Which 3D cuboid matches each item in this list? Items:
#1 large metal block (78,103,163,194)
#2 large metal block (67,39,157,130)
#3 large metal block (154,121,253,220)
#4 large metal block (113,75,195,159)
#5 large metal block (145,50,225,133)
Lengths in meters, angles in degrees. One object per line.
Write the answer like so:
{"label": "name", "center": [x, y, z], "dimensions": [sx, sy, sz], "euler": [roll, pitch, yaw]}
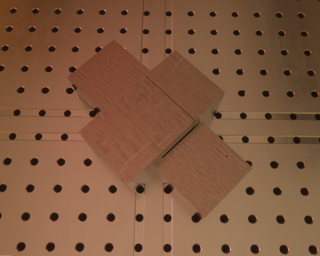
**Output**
{"label": "large metal block", "center": [-0.043, 0.028, 0.372], "dimensions": [0.050, 0.080, 0.080], "euler": [-43, 76, -14]}
{"label": "large metal block", "center": [-0.061, -0.057, 0.416], "dimensions": [0.080, 0.050, 0.080], "euler": [43, 76, 13]}
{"label": "large metal block", "center": [0.050, 0.053, 0.380], "dimensions": [0.080, 0.050, 0.080], "euler": [-42, 76, -13]}
{"label": "large metal block", "center": [-0.008, -0.005, 0.385], "dimensions": [0.050, 0.080, 0.080], "euler": [-43, 76, -14]}
{"label": "large metal block", "center": [0.029, -0.038, 0.397], "dimensions": [0.050, 0.080, 0.080], "euler": [-43, 76, -14]}
